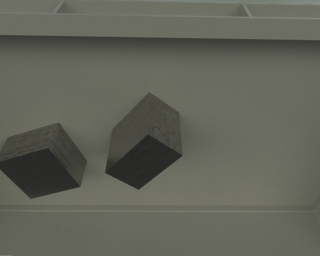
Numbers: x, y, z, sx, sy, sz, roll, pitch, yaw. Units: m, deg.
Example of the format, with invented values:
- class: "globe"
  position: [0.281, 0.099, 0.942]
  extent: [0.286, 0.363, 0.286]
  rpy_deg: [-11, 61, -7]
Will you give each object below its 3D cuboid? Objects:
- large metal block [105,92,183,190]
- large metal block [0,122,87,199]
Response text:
- class: "large metal block"
  position: [-0.020, 0.016, 0.387]
  extent: [0.050, 0.080, 0.080]
  rpy_deg: [33, 123, -25]
- class: "large metal block"
  position: [-0.161, 0.047, 0.430]
  extent: [0.080, 0.050, 0.080]
  rpy_deg: [-15, 129, 12]
